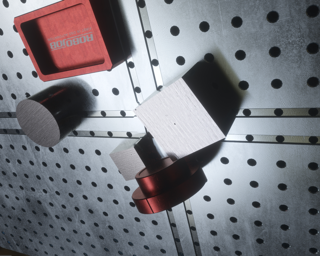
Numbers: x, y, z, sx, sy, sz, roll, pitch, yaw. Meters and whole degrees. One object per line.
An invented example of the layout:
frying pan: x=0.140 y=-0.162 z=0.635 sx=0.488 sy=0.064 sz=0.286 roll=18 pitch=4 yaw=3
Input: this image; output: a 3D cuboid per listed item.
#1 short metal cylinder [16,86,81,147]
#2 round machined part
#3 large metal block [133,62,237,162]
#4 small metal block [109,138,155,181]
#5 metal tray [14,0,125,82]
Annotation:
short metal cylinder: x=-0.169 y=-0.017 z=0.474 sx=0.080 sy=0.050 sz=0.079 roll=13 pitch=124 yaw=21
round machined part: x=0.007 y=0.067 z=0.403 sx=0.098 sy=0.099 sz=0.042 roll=-22 pitch=97 yaw=36
large metal block: x=0.030 y=-0.017 z=0.369 sx=0.080 sy=0.050 sz=0.080 roll=-30 pitch=102 yaw=38
small metal block: x=-0.039 y=0.048 z=0.462 sx=0.050 sy=0.025 sz=0.050 roll=-18 pitch=109 yaw=35
metal tray: x=-0.118 y=-0.114 z=0.399 sx=0.130 sy=0.030 sz=0.090 roll=-4 pitch=117 yaw=30
